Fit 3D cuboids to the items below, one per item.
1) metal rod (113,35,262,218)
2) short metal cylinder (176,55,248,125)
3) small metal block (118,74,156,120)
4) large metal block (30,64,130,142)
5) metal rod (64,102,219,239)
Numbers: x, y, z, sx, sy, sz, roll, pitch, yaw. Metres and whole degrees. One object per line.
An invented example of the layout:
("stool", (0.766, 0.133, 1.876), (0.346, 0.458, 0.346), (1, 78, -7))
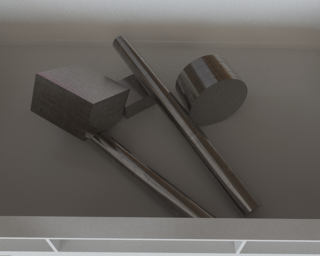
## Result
("metal rod", (0.020, -0.019, 0.397), (0.025, 0.025, 0.300), (-26, 62, -20))
("short metal cylinder", (0.067, -0.049, 0.412), (0.081, 0.080, 0.050), (-16, 52, -13))
("small metal block", (-0.041, -0.046, 0.444), (0.050, 0.025, 0.050), (-30, 57, -23))
("large metal block", (-0.097, -0.036, 0.386), (0.080, 0.050, 0.080), (28, 28, 14))
("metal rod", (-0.059, 0.027, 0.381), (0.300, 0.025, 0.025), (35, 58, 25))
